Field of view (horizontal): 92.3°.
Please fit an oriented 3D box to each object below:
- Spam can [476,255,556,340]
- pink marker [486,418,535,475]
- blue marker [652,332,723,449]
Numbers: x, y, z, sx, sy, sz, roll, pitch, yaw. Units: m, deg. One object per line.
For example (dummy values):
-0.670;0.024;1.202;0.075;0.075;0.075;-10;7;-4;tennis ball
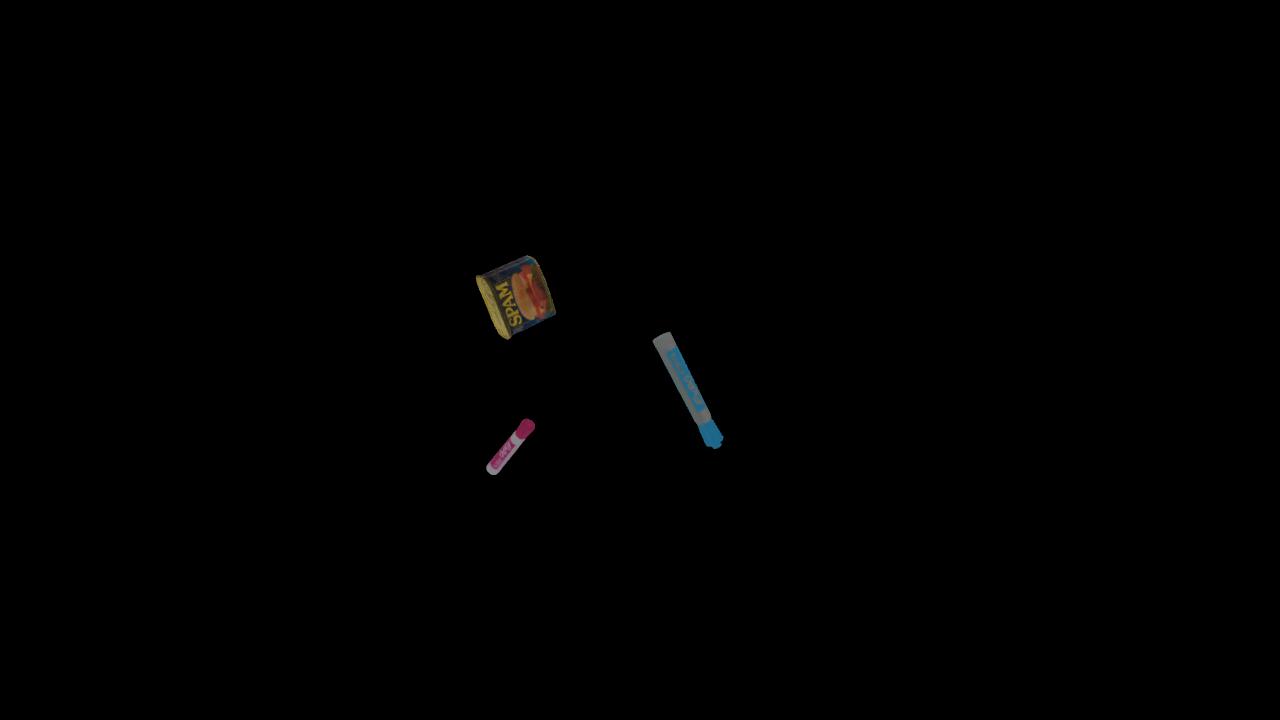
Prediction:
-0.183;-0.095;0.917;0.085;0.101;0.058;-29;29;-24;Spam can
-0.167;0.112;0.793;0.020;0.020;0.121;0;-36;-41;pink marker
0.047;0.031;0.582;0.020;0.121;0.020;-27;9;4;blue marker
